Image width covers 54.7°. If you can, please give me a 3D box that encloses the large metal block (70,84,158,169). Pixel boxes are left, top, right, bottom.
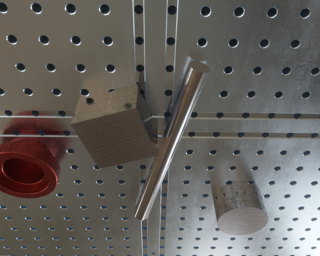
[{"bbox_3d":[-0.053,-0.001,0.394,0.080,0.050,0.080,-13,129,10],"label":"large metal block"}]

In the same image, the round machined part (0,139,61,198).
[{"bbox_3d":[-0.193,0.054,0.444,0.099,0.042,0.097,-1,130,0],"label":"round machined part"}]

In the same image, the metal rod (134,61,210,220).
[{"bbox_3d":[0.006,0.040,0.445,0.025,0.025,0.298,11,129,-10],"label":"metal rod"}]

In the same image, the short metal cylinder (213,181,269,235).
[{"bbox_3d":[0.131,0.133,0.511,0.081,0.050,0.079,0,130,0],"label":"short metal cylinder"}]
